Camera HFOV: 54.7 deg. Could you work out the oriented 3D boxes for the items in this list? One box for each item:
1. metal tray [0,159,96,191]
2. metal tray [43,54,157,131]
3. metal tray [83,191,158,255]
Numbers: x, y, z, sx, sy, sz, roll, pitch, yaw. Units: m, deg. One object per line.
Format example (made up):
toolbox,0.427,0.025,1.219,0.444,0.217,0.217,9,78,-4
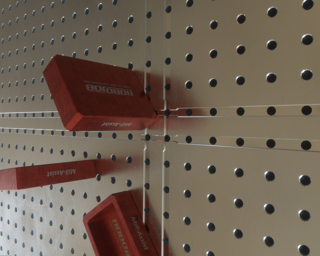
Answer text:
metal tray,-0.179,0.073,0.486,0.090,0.131,0.030,-11,83,39
metal tray,-0.072,-0.041,0.398,0.030,0.131,0.090,-42,65,32
metal tray,-0.057,0.170,0.450,0.090,0.030,0.130,-41,65,32
